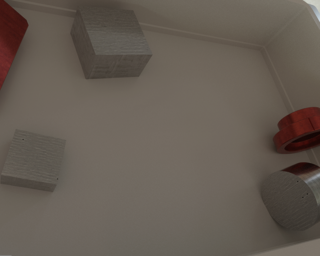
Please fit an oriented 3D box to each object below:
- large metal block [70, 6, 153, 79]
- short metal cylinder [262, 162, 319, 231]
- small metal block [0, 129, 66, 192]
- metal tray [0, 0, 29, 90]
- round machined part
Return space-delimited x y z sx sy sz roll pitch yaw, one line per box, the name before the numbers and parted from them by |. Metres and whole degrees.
large metal block | -0.068 -0.116 0.425 0.081 0.050 0.080 -9 66 -32
short metal cylinder | 0.188 0.091 0.419 0.050 0.080 0.080 -12 68 -33
small metal block | -0.128 0.034 0.317 0.050 0.025 0.050 15 56 -20
metal tray | -0.201 -0.094 0.323 0.090 0.030 0.130 42 41 -44
round machined part | 0.224 0.002 0.482 0.099 0.097 0.042 1 62 -28
